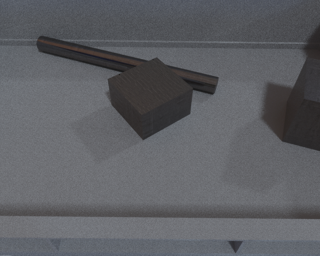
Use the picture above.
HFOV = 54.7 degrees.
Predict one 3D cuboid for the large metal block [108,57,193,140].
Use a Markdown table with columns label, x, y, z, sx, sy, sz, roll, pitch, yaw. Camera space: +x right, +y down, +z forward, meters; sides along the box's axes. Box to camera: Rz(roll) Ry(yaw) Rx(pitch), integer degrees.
| label | x | y | z | sx | sy | sz | roll | pitch | yaw |
| --- | --- | --- | --- | --- | --- | --- | --- | --- | --- |
| large metal block | -0.013 | -0.042 | 0.424 | 0.081 | 0.050 | 0.080 | -29 | 56 | -23 |

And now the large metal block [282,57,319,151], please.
| label | x | y | z | sx | sy | sz | roll | pitch | yaw |
| --- | --- | --- | --- | --- | --- | --- | --- | --- | --- |
| large metal block | 0.198 | -0.030 | 0.397 | 0.050 | 0.080 | 0.080 | 15 | 52 | 12 |

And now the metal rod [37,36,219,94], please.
| label | x | y | z | sx | sy | sz | roll | pitch | yaw |
| --- | --- | --- | --- | --- | --- | --- | --- | --- | --- |
| metal rod | -0.058 | -0.103 | 0.490 | 0.301 | 0.025 | 0.025 | 16 | 52 | 12 |
